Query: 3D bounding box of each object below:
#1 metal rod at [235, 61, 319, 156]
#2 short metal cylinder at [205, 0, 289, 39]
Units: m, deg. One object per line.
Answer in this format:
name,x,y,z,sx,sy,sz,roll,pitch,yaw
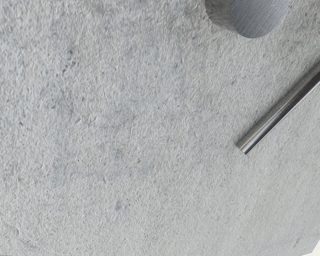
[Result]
metal rod,0.236,-0.070,0.492,0.300,0.025,0.025,-45,129,3
short metal cylinder,0.099,-0.148,0.353,0.081,0.050,0.079,-14,124,-21
